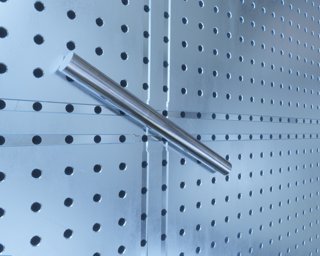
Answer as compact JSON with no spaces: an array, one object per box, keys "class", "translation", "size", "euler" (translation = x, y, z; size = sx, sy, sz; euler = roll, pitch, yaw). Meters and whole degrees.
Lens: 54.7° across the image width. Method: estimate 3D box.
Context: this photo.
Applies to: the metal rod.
[{"class":"metal rod","translation":[0.003,-0.003,0.414],"size":[0.301,0.025,0.025],"euler":[34,69,-35]}]
